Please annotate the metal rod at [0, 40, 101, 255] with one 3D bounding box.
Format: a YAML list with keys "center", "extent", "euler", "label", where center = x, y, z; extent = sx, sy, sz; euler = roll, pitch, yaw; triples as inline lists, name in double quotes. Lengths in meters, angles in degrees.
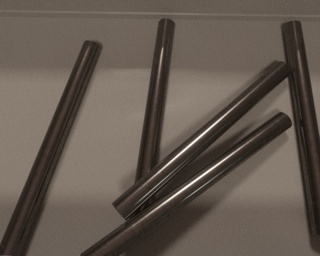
- center: [-0.137, 0.016, 0.402]
  extent: [0.025, 0.025, 0.299]
  euler: [14, 70, 5]
  label: "metal rod"

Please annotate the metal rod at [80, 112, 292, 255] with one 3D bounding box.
- center: [0.045, 0.066, 0.368]
  extent: [0.302, 0.025, 0.025]
  euler: [-32, 73, -18]
  label: "metal rod"

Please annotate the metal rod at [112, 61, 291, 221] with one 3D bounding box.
- center: [0.065, 0.004, 0.393]
  extent: [0.301, 0.025, 0.025]
  euler: [-39, 75, -19]
  label: "metal rod"

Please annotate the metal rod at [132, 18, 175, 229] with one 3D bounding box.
- center: [-0.008, -0.018, 0.415]
  extent: [0.025, 0.025, 0.299]
  euler: [7, 70, 2]
  label: "metal rod"

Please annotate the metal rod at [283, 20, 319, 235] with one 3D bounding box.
- center: [0.197, -0.014, 0.417]
  extent: [0.025, 0.025, 0.299]
  euler: [1, 70, 0]
  label: "metal rod"
